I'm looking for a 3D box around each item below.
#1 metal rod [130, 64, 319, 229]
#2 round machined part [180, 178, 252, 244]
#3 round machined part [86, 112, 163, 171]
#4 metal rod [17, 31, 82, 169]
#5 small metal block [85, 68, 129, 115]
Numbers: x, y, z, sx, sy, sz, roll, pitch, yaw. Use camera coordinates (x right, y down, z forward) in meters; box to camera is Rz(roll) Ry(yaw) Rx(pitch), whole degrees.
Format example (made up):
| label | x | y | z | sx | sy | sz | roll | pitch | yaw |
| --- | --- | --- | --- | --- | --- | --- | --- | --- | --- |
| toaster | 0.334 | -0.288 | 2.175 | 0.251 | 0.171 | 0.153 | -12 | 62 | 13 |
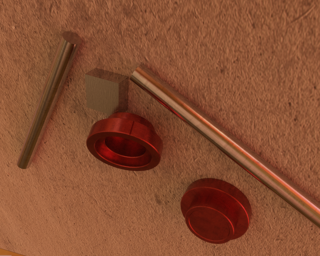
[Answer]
| label | x | y | z | sx | sy | sz | roll | pitch | yaw |
| --- | --- | --- | --- | --- | --- | --- | --- | --- | --- |
| metal rod | 0.089 | 0.024 | 0.375 | 0.300 | 0.025 | 0.025 | 38 | 129 | 2 |
| round machined part | 0.074 | 0.122 | 0.432 | 0.098 | 0.042 | 0.097 | 13 | 124 | 21 |
| round machined part | -0.044 | 0.016 | 0.413 | 0.098 | 0.042 | 0.098 | 8 | 146 | 6 |
| metal rod | -0.184 | -0.024 | 0.488 | 0.025 | 0.025 | 0.298 | 39 | 129 | 1 |
| small metal block | -0.071 | -0.048 | 0.415 | 0.050 | 0.025 | 0.050 | 17 | 125 | 18 |
